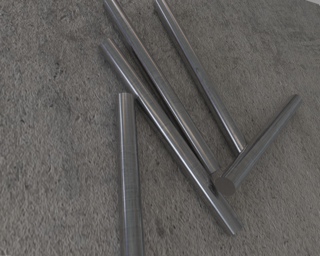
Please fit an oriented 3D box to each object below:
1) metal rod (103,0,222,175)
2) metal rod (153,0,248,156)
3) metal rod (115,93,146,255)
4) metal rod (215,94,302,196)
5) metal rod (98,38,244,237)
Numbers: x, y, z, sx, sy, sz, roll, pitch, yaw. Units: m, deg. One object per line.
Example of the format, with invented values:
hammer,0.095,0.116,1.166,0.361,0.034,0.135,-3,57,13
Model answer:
metal rod,-0.003,-0.067,0.442,0.025,0.025,0.299,-20,73,-36
metal rod,0.061,-0.087,0.489,0.025,0.025,0.299,-13,69,-34
metal rod,-0.031,0.092,0.330,0.025,0.025,0.299,8,58,-24
metal rod,0.161,0.008,0.459,0.025,0.025,0.302,50,44,6
metal rod,0.008,0.004,0.405,0.025,0.025,0.299,-26,76,-37
